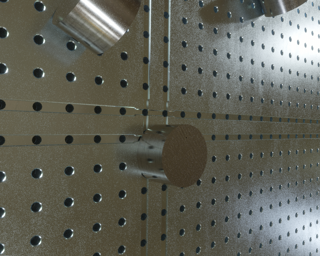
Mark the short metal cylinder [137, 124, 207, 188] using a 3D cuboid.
[{"bbox_3d":[0.017,0.035,0.409,0.081,0.050,0.079,0,90,-40],"label":"short metal cylinder"}]

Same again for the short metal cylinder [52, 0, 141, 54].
[{"bbox_3d":[-0.065,-0.124,0.320,0.050,0.080,0.080,34,69,-36],"label":"short metal cylinder"}]

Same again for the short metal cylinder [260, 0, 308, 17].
[{"bbox_3d":[0.223,-0.245,0.563,0.080,0.080,0.050,-45,118,-31],"label":"short metal cylinder"}]
